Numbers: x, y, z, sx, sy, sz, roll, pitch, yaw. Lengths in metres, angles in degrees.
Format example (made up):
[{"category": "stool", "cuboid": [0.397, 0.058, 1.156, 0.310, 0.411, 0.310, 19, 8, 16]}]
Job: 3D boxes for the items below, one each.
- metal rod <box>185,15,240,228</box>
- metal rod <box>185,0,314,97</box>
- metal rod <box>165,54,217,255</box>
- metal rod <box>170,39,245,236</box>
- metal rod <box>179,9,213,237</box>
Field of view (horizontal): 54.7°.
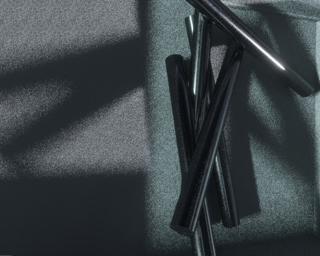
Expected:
[{"category": "metal rod", "cuboid": [0.075, -0.007, 0.437, 0.025, 0.025, 0.298, -13, 94, -20]}, {"category": "metal rod", "cuboid": [0.121, -0.116, 0.416, 0.301, 0.025, 0.025, 26, 81, -33]}, {"category": "metal rod", "cuboid": [0.036, 0.044, 0.361, 0.025, 0.025, 0.299, 2, 65, -20]}, {"category": "metal rod", "cuboid": [0.070, -0.020, 0.376, 0.025, 0.025, 0.300, 33, 56, -17]}, {"category": "metal rod", "cuboid": [0.047, -0.005, 0.412, 0.025, 0.025, 0.298, 2, 95, -20]}]
